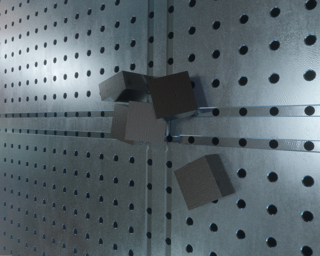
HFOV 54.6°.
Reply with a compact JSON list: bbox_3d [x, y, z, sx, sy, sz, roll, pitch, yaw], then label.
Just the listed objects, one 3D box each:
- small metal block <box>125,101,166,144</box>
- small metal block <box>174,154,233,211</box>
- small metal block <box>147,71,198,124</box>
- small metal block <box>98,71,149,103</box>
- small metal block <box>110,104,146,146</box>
[{"bbox_3d":[-0.018,-0.009,0.407,0.050,0.025,0.050,6,96,-5],"label":"small metal block"},{"bbox_3d":[0.051,0.064,0.369,0.050,0.025,0.050,-33,69,35],"label":"small metal block"},{"bbox_3d":[0.015,-0.037,0.381,0.050,0.025,0.050,-14,79,-1],"label":"small metal block"},{"bbox_3d":[-0.049,-0.056,0.435,0.050,0.050,0.025,-20,77,38],"label":"small metal block"},{"bbox_3d":[-0.043,-0.006,0.446,0.050,0.025,0.050,16,100,39],"label":"small metal block"}]
